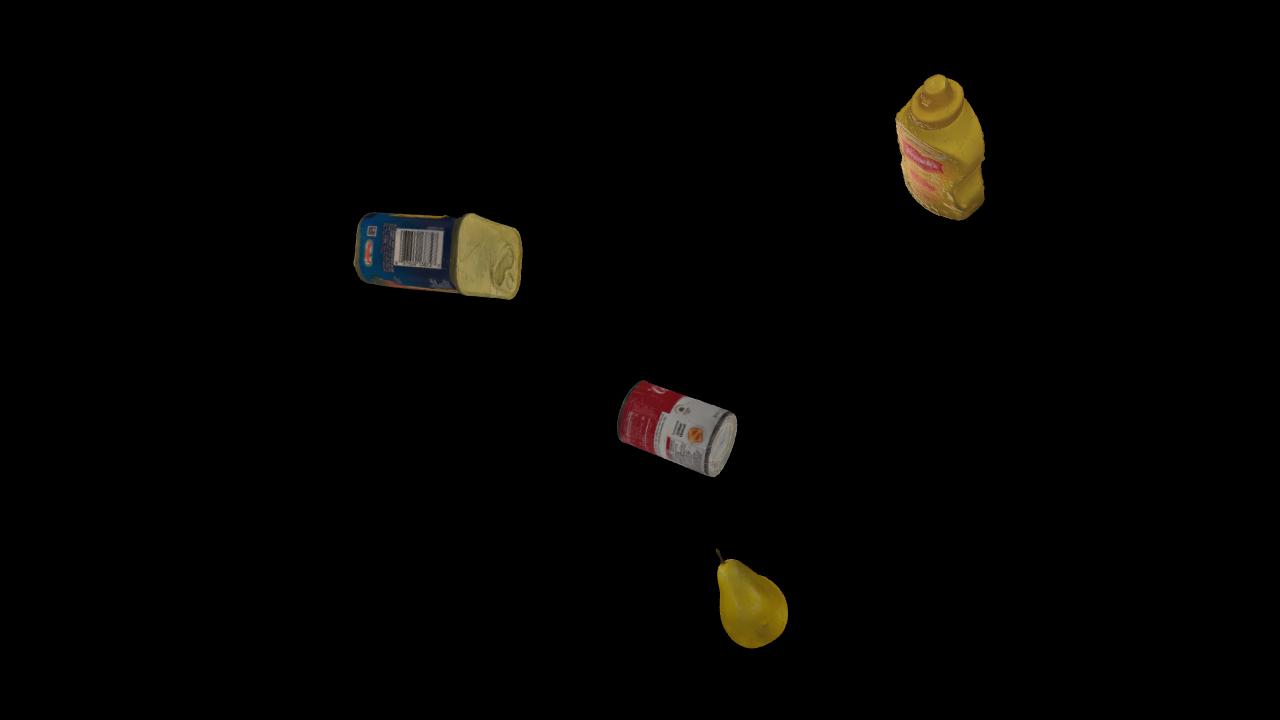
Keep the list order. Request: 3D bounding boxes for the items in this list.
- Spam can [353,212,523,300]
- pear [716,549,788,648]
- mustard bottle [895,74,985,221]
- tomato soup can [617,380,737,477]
[{"bbox_3d":[-0.150,-0.079,0.470,0.085,0.058,0.101,6,4,14],"label":"Spam can"},{"bbox_3d":[0.113,0.260,0.687,0.080,0.111,0.080,-29,-13,-7],"label":"pear"},{"bbox_3d":[0.284,-0.206,0.584,0.054,0.092,0.184,-38,-28,13],"label":"mustard bottle"},{"bbox_3d":[0.037,0.067,0.605,0.101,0.068,0.068,19,9,27],"label":"tomato soup can"}]
